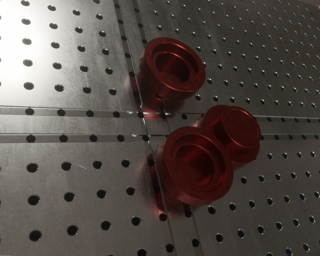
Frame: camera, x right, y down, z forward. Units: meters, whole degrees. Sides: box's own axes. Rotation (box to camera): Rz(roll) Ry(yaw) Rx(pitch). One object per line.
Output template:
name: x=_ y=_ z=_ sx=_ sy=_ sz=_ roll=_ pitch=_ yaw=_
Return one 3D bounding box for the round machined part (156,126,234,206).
round machined part: x=0.040 y=0.050 z=0.390 sx=0.099 sy=0.042 sz=0.098 roll=14 pitch=56 yaw=-21

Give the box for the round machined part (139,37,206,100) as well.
round machined part: x=0.015 y=-0.082 z=0.457 sx=0.099 sy=0.042 sz=0.098 roll=14 pitch=56 yaw=-21

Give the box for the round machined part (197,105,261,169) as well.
round machined part: x=0.107 y=0.007 z=0.453 sx=0.099 sy=0.042 sz=0.098 roll=14 pitch=56 yaw=-21
